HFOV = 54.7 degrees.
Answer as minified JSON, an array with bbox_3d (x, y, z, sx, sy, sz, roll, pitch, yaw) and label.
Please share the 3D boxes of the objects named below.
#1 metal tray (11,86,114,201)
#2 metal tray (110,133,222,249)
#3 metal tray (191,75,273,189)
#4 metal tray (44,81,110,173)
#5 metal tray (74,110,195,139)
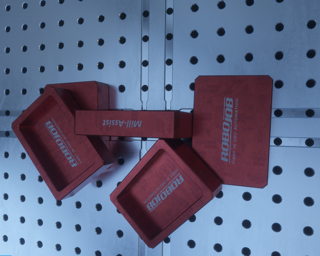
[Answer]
[{"bbox_3d":[-0.134,0.020,0.422,0.090,0.030,0.130,-39,78,15],"label":"metal tray"},{"bbox_3d":[0.002,0.081,0.388,0.090,0.030,0.129,48,121,13],"label":"metal tray"},{"bbox_3d":[0.087,0.003,0.378,0.090,0.030,0.129,3,91,19],"label":"metal tray"},{"bbox_3d":[-0.121,0.000,0.451,0.090,0.030,0.129,-1,90,20],"label":"metal tray"},{"bbox_3d":[-0.027,-0.005,0.386,0.130,0.090,0.030,2,91,19],"label":"metal tray"}]
